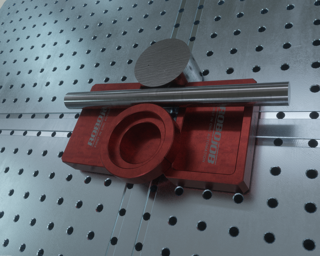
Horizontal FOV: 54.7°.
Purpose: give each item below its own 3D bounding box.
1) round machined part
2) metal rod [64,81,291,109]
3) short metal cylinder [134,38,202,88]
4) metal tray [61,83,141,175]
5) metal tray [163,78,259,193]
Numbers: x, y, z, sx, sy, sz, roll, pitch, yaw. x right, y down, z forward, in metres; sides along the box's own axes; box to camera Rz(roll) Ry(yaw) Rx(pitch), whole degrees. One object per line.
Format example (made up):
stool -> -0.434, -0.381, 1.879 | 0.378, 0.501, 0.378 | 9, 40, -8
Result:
round machined part -> -0.020, 0.022, 0.378 | 0.098, 0.042, 0.098 | -13, 56, 21
metal rod -> 0.000, -0.038, 0.387 | 0.300, 0.025, 0.025 | 1, 62, 28
short metal cylinder -> 0.012, -0.076, 0.427 | 0.080, 0.050, 0.080 | -13, 56, 21
metal tray -> -0.075, -0.002, 0.439 | 0.090, 0.030, 0.130 | 3, 63, 29
metal tray -> 0.063, 0.005, 0.363 | 0.090, 0.030, 0.130 | 1, 62, 28
